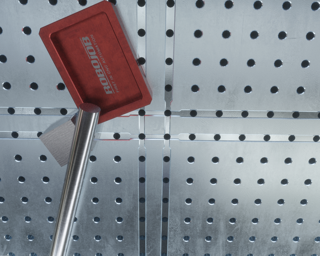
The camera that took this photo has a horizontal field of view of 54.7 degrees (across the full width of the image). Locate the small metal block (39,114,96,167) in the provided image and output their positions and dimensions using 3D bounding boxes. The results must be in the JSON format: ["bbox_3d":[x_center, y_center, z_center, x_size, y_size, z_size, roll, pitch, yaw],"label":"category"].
[{"bbox_3d":[-0.124,0.017,0.418,0.050,0.025,0.050,-28,108,9],"label":"small metal block"}]

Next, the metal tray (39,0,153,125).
[{"bbox_3d":[-0.074,-0.076,0.381,0.090,0.030,0.129,-21,109,7],"label":"metal tray"}]

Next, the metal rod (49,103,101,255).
[{"bbox_3d":[-0.126,0.103,0.431,0.025,0.025,0.298,16,116,-6],"label":"metal rod"}]
